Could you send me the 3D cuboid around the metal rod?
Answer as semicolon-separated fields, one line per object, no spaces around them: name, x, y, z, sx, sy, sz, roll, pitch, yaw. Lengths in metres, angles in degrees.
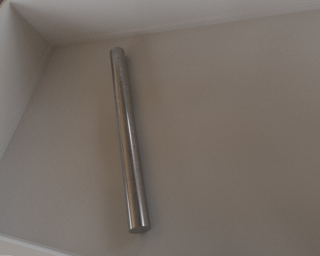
metal rod;-0.047;-0.006;0.432;0.025;0.025;0.299;-22;54;15
